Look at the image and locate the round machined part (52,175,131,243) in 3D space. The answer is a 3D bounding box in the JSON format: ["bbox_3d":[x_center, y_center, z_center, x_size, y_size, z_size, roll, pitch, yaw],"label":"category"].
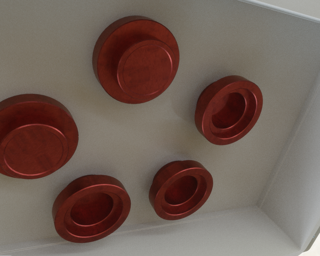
[{"bbox_3d":[-0.092,0.101,0.411,0.099,0.042,0.097,-14,125,-21],"label":"round machined part"}]

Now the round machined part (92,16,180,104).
[{"bbox_3d":[-0.021,-0.070,0.344,0.099,0.042,0.097,-14,125,-21],"label":"round machined part"}]

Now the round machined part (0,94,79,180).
[{"bbox_3d":[-0.137,0.016,0.333,0.099,0.042,0.097,-14,125,-21],"label":"round machined part"}]

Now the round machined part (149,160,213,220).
[{"bbox_3d":[0.028,0.088,0.470,0.099,0.042,0.097,-14,125,-21],"label":"round machined part"}]

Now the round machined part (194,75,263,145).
[{"bbox_3d":[0.090,-0.028,0.432,0.099,0.042,0.097,-14,125,-21],"label":"round machined part"}]
